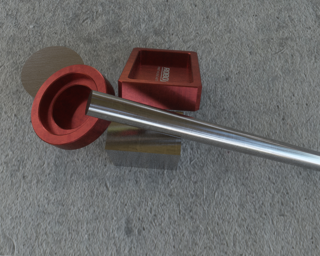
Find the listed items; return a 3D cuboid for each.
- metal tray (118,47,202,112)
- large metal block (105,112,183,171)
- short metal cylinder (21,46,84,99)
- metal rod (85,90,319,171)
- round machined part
[{"bbox_3d":[0.003,-0.066,0.391,0.091,0.030,0.130,4,31,1],"label":"metal tray"},{"bbox_3d":[-0.017,0.016,0.374,0.081,0.080,0.050,4,70,1],"label":"large metal block"},{"bbox_3d":[-0.136,-0.062,0.417,0.081,0.050,0.080,0,70,0],"label":"short metal cylinder"},{"bbox_3d":[0.070,0.010,0.344,0.302,0.025,0.025,14,69,-21],"label":"metal rod"},{"bbox_3d":[-0.095,-0.021,0.360,0.098,0.042,0.098,-7,68,18],"label":"round machined part"}]
